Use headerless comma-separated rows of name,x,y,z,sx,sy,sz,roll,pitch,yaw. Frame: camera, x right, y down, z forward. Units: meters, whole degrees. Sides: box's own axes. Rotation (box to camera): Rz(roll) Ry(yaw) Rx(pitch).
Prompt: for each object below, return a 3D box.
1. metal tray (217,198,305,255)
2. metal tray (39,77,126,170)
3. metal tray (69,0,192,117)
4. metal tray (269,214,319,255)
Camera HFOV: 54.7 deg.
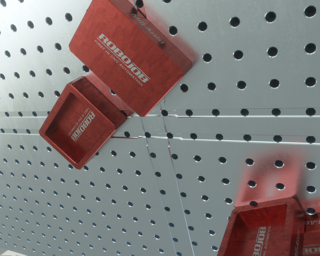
metal tray,0.118,0.143,0.369,0.090,0.131,0.030,-23,106,36
metal tray,-0.121,-0.003,0.467,0.090,0.030,0.129,44,129,-3
metal tray,-0.038,-0.087,0.373,0.130,0.030,0.090,43,129,-3
metal tray,0.213,0.152,0.389,0.130,0.030,0.090,-24,106,36
